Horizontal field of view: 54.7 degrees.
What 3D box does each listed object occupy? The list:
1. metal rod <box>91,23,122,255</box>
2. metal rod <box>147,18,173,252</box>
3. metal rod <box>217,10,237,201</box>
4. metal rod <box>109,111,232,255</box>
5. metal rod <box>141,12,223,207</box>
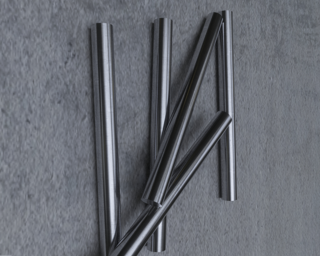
[{"bbox_3d":[-0.060,0.034,0.355,0.025,0.025,0.298,-4,93,-40],"label":"metal rod"},{"bbox_3d":[0.000,0.008,0.406,0.025,0.025,0.298,3,88,-40],"label":"metal rod"},{"bbox_3d":[0.107,-0.034,0.497,0.025,0.025,0.298,-3,92,-40],"label":"metal rod"},{"bbox_3d":[0.008,0.084,0.379,0.301,0.025,0.025,-49,120,-29],"label":"metal rod"},{"bbox_3d":[0.038,-0.042,0.413,0.025,0.025,0.300,39,59,-34],"label":"metal rod"}]
